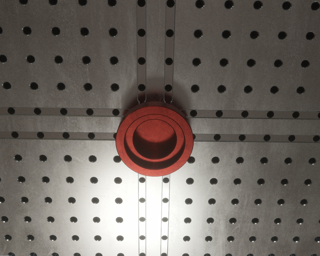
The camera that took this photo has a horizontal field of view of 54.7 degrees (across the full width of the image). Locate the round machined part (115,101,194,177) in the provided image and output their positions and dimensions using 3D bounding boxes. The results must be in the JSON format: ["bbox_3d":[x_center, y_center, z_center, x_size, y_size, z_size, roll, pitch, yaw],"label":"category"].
[{"bbox_3d":[-0.007,0.011,0.408,0.099,0.042,0.097,0,110,-1],"label":"round machined part"}]
